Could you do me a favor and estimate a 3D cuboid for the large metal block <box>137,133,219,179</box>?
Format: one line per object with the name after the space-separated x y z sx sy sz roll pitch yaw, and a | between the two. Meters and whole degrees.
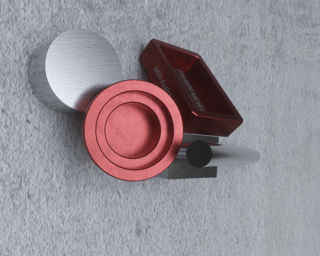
0.014 0.032 0.384 0.081 0.080 0.050 6 87 -40 | large metal block

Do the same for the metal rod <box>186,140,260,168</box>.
0.101 0.037 0.416 0.301 0.025 0.025 12 82 -64 | metal rod

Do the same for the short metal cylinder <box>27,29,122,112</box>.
-0.087 -0.056 0.318 0.081 0.050 0.079 0 90 -40 | short metal cylinder

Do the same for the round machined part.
-0.030 0.002 0.314 0.099 0.042 0.097 0 89 -20 | round machined part

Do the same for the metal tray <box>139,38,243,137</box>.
0.038 -0.050 0.387 0.091 0.030 0.130 6 47 -40 | metal tray
